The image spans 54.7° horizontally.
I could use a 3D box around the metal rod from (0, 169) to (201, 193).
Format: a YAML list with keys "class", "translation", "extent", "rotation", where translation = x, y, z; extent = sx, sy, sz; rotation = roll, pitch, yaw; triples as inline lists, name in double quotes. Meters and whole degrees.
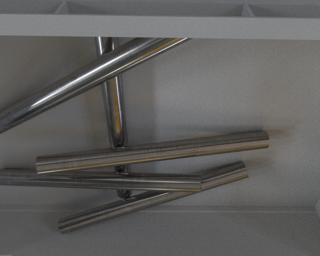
- class: "metal rod"
  translation: [-0.093, 0.074, 0.443]
  extent: [0.301, 0.025, 0.025]
  rotation: [0, 131, 10]

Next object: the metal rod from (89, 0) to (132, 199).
- class: "metal rod"
  translation: [-0.056, -0.011, 0.399]
  extent: [0.025, 0.025, 0.298]
  rotation: [0, 130, 0]

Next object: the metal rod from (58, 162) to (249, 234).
- class: "metal rod"
  translation: [-0.014, 0.109, 0.479]
  extent: [0.301, 0.025, 0.025]
  rotation: [-18, 128, 6]

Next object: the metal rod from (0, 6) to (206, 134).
- class: "metal rod"
  translation: [-0.091, -0.049, 0.339]
  extent: [0.300, 0.025, 0.025]
  rotation: [-20, 128, 26]

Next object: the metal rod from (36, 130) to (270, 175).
- class: "metal rod"
  translation: [-0.005, 0.032, 0.410]
  extent: [0.302, 0.025, 0.025]
  rotation: [-6, 130, -5]
